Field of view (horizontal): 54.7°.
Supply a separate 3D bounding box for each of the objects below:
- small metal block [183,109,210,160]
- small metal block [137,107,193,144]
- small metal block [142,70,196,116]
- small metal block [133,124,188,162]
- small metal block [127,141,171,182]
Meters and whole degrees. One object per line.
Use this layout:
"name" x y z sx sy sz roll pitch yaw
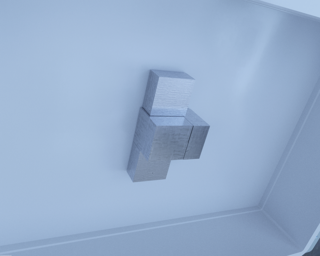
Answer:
"small metal block" 0.036 0.007 0.414 0.025 0.050 0.050 0 119 -28
"small metal block" 0.005 -0.004 0.390 0.050 0.050 0.025 0 119 -28
"small metal block" 0.011 -0.043 0.385 0.050 0.025 0.050 0 119 -28
"small metal block" 0.000 0.018 0.401 0.050 0.050 0.025 0 119 -28
"small metal block" -0.014 0.045 0.426 0.050 0.025 0.050 0 119 -28
